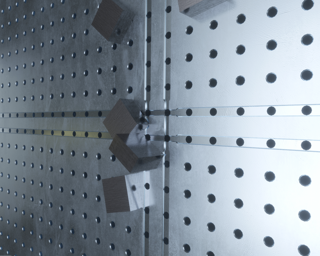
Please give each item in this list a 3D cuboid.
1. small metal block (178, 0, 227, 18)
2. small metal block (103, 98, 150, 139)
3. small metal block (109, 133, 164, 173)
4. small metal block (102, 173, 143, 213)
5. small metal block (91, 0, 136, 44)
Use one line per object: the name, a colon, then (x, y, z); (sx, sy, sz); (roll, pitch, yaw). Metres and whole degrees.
small metal block: (0.047, -0.168, 0.369); (0.050, 0.025, 0.050); (-13, 82, 39)
small metal block: (-0.050, -0.007, 0.448); (0.050, 0.025, 0.050); (-50, 61, 28)
small metal block: (-0.032, 0.032, 0.417); (0.050, 0.050, 0.025); (43, 116, 31)
small metal block: (-0.056, 0.096, 0.453); (0.050, 0.025, 0.050); (-16, 80, 38)
small metal block: (-0.071, -0.163, 0.465); (0.050, 0.025, 0.050); (47, 118, 29)
